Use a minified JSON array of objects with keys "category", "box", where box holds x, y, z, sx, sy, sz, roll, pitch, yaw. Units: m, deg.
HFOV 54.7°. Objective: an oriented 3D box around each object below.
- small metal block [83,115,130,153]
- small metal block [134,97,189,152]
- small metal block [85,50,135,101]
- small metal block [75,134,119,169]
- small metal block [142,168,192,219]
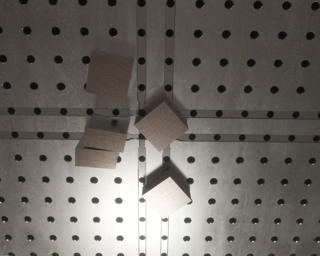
[{"category":"small metal block","box":[-0.068,0.006,0.401,0.050,0.050,0.025,10,110,-4]},{"category":"small metal block","box":[0.002,-0.005,0.412,0.050,0.025,0.050,-38,106,12]},{"category":"small metal block","box":[-0.062,-0.066,0.388,0.050,0.025,0.050,12,110,-5]},{"category":"small metal block","box":[-0.081,0.030,0.410,0.050,0.050,0.025,5,110,-3]},{"category":"small metal block","box":[0.009,0.095,0.449,0.050,0.025,0.050,-37,107,12]}]
